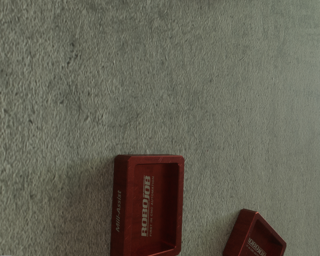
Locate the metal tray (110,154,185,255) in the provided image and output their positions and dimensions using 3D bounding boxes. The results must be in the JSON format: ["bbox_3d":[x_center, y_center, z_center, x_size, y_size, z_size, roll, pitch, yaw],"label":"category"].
[{"bbox_3d":[-0.014,0.099,0.389,0.091,0.030,0.129,4,88,-40],"label":"metal tray"}]

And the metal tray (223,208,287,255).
[{"bbox_3d":[0.170,0.213,0.543,0.130,0.030,0.090,46,63,-30],"label":"metal tray"}]
